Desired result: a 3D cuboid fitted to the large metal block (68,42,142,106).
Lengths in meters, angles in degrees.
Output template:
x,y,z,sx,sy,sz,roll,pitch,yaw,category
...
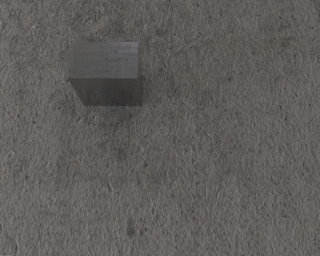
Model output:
x,y,z,sx,sy,sz,roll,pitch,yaw,category
-0.066,-0.067,0.403,0.080,0.080,0.050,0,70,0,large metal block
